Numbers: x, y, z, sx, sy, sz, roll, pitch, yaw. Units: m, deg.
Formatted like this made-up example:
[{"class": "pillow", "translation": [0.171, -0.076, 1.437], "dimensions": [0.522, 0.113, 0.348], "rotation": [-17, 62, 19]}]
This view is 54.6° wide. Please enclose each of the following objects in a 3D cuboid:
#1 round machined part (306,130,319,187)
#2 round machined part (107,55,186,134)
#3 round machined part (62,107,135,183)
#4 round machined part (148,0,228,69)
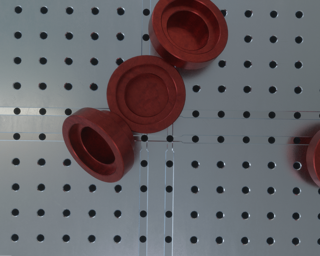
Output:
[{"class": "round machined part", "translation": [0.240, 0.040, 0.406], "dimensions": [0.099, 0.042, 0.097], "rotation": [0, 90, 0]}, {"class": "round machined part", "translation": [-0.017, -0.042, 0.405], "dimensions": [0.099, 0.042, 0.097], "rotation": [0, 91, 0]}, {"class": "round machined part", "translation": [-0.071, 0.017, 0.387], "dimensions": [0.098, 0.098, 0.042], "rotation": [47, 48, 0]}, {"class": "round machined part", "translation": [0.033, -0.119, 0.395], "dimensions": [0.099, 0.042, 0.098], "rotation": [4, 75, -15]}]
